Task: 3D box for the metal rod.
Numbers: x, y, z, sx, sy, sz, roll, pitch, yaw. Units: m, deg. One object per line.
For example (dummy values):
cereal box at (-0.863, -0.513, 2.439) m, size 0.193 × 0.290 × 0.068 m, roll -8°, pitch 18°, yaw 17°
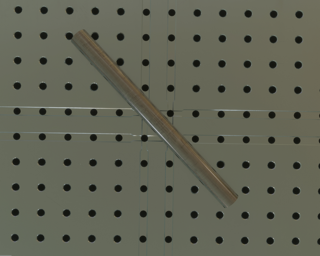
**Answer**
metal rod at (-0.007, -0.012, 0.414) m, size 0.025 × 0.025 × 0.300 m, roll -43°, pitch 90°, yaw 0°
